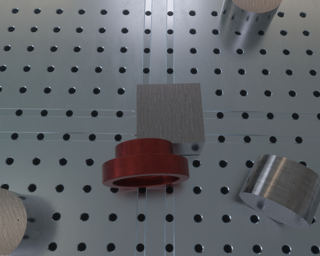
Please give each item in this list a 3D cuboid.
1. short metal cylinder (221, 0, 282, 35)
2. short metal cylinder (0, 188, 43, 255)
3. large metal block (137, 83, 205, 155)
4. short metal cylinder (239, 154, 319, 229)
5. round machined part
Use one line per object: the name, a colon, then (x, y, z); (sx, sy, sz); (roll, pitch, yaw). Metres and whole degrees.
short metal cylinder: (0.138, -0.190, 0.469); (0.081, 0.050, 0.080); (0, 70, 0)
short metal cylinder: (-0.184, 0.113, 0.356); (0.081, 0.050, 0.080); (0, 70, 0)
large metal block: (0.012, -0.010, 0.401); (0.081, 0.050, 0.080); (-1, 68, -1)
short metal cylinder: (0.140, 0.073, 0.357); (0.080, 0.080, 0.050); (28, 73, 10)
round machined part: (-0.017, 0.041, 0.358); (0.099, 0.098, 0.042); (-4, 71, -2)
